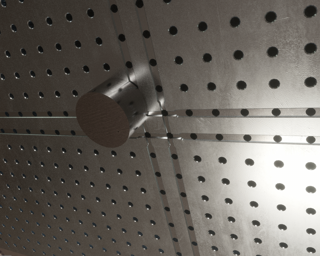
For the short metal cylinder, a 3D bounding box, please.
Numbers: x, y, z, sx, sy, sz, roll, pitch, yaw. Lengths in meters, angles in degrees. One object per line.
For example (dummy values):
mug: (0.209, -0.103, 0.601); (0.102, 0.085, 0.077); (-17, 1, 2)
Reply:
short metal cylinder: (-0.064, -0.021, 0.414); (0.080, 0.050, 0.079); (13, 124, 20)
